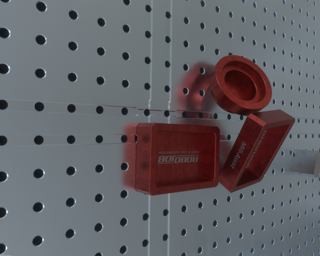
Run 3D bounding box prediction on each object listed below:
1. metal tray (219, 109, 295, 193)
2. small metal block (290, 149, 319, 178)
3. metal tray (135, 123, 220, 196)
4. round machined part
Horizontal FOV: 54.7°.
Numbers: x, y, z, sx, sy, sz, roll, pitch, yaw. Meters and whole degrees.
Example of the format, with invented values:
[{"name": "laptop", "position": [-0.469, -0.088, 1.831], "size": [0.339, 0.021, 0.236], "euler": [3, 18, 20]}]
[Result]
[{"name": "metal tray", "position": [0.151, 0.036, 0.490], "size": [0.091, 0.030, 0.129], "euler": [-8, 127, -40]}, {"name": "small metal block", "position": [0.306, 0.074, 0.649], "size": [0.025, 0.050, 0.050], "euler": [27, 73, -37]}, {"name": "metal tray", "position": [0.029, 0.040, 0.429], "size": [0.131, 0.030, 0.089], "euler": [3, 88, -40]}, {"name": "round machined part", "position": [0.119, -0.061, 0.479], "size": [0.099, 0.042, 0.098], "euler": [10, 60, -18]}]
